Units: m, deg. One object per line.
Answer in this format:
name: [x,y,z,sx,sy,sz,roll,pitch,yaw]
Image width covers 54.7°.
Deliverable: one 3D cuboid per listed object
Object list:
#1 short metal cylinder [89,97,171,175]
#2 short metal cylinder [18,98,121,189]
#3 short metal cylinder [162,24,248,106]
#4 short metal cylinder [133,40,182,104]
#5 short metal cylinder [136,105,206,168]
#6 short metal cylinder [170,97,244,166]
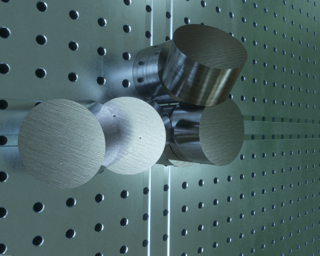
short metal cylinder: [-0.030,0.006,0.338,0.050,0.080,0.079,-33,118,-80]
short metal cylinder: [-0.083,0.012,0.295,0.050,0.080,0.079,-37,122,-81]
short metal cylinder: [0.047,-0.070,0.338,0.081,0.080,0.050,-30,152,-36]
short metal cylinder: [0.012,-0.071,0.402,0.081,0.050,0.079,0,90,-40]
short metal cylinder: [0.016,0.009,0.405,0.081,0.050,0.079,0,90,-40]
short metal cylinder: [0.056,0.003,0.372,0.081,0.050,0.079,0,90,-40]
